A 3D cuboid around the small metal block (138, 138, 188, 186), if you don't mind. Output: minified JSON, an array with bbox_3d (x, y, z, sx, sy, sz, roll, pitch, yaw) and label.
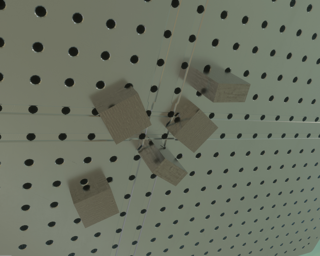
[{"bbox_3d":[0.004,0.047,0.425,0.025,0.050,0.050,-49,129,6],"label":"small metal block"}]

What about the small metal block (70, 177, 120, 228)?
[{"bbox_3d":[-0.089,0.102,0.425,0.050,0.025,0.050,-22,127,-15],"label":"small metal block"}]

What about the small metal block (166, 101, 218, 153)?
[{"bbox_3d":[0.045,-0.001,0.435,0.050,0.025,0.050,-47,129,4],"label":"small metal block"}]

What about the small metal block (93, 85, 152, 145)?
[{"bbox_3d":[-0.045,-0.016,0.377,0.050,0.025,0.050,-30,128,-9],"label":"small metal block"}]

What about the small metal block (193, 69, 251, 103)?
[{"bbox_3d":[0.079,-0.055,0.403,0.050,0.050,0.025,-3,120,-27],"label":"small metal block"}]
